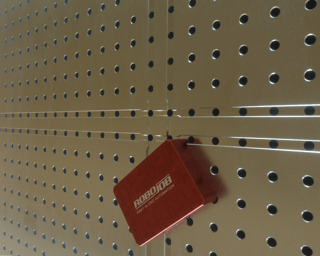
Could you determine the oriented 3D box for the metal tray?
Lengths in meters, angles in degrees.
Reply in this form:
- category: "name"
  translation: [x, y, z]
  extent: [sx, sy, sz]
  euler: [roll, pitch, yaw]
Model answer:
- category: "metal tray"
  translation: [0.000, 0.085, 0.407]
  extent: [0.129, 0.030, 0.090]
  euler: [-43, 64, 31]
